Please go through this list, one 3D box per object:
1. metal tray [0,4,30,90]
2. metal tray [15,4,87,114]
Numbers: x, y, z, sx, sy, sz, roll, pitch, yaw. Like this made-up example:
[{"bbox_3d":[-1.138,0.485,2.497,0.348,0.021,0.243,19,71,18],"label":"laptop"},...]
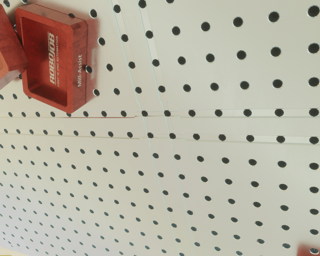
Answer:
[{"bbox_3d":[-0.244,-0.109,0.446,0.130,0.030,0.090,-15,102,45],"label":"metal tray"},{"bbox_3d":[-0.149,-0.093,0.429,0.090,0.030,0.129,22,127,15],"label":"metal tray"}]
